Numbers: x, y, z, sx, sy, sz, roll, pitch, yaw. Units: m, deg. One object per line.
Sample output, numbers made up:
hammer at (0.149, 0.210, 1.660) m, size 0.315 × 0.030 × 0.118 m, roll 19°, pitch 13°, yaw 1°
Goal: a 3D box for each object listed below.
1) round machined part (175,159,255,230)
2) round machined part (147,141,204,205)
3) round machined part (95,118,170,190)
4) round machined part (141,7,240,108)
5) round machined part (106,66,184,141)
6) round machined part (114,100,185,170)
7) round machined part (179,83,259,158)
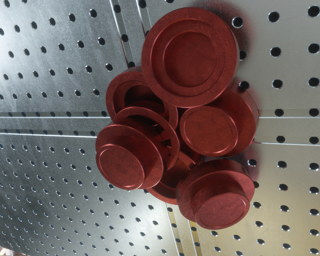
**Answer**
round machined part at (0.072, 0.089, 0.386) m, size 0.099 × 0.042 × 0.097 m, roll -6°, pitch 127°, yaw -8°
round machined part at (0.019, 0.054, 0.424) m, size 0.098 × 0.042 × 0.097 m, roll 13°, pitch 124°, yaw 21°
round machined part at (-0.041, 0.039, 0.392) m, size 0.098 × 0.042 × 0.097 m, roll 13°, pitch 124°, yaw 21°
round machined part at (0.034, -0.071, 0.324) m, size 0.098 × 0.042 × 0.097 m, roll 3°, pitch 99°, yaw 21°
round machined part at (-0.015, -0.031, 0.390) m, size 0.098 × 0.042 × 0.097 m, roll 13°, pitch 124°, yaw 21°
round machined part at (-0.012, 0.007, 0.411) m, size 0.098 × 0.042 × 0.097 m, roll 13°, pitch 124°, yaw 21°
round machined part at (0.062, -0.005, 0.364) m, size 0.098 × 0.042 × 0.097 m, roll 13°, pitch 124°, yaw 21°
